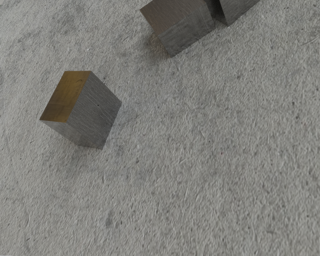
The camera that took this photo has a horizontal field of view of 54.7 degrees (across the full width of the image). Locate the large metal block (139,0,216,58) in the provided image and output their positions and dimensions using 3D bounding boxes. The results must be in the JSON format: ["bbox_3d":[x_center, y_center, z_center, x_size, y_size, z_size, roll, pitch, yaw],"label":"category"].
[{"bbox_3d":[0.026,-0.168,0.478,0.080,0.050,0.080,-33,51,6],"label":"large metal block"}]

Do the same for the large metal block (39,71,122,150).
[{"bbox_3d":[-0.108,-0.025,0.441,0.050,0.080,0.080,6,65,31],"label":"large metal block"}]

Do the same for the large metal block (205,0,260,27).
[{"bbox_3d":[0.103,-0.209,0.443,0.080,0.080,0.050,-41,51,1],"label":"large metal block"}]
